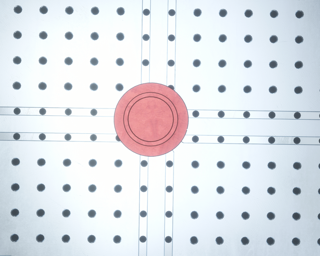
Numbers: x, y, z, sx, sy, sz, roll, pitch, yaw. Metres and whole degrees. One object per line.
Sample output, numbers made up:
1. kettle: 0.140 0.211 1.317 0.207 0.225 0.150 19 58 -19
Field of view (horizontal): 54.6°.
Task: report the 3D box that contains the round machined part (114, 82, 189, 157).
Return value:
1. round machined part: -0.011 -0.011 0.405 0.099 0.042 0.097 0 90 0
